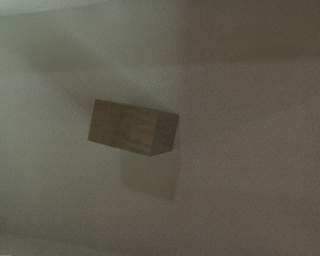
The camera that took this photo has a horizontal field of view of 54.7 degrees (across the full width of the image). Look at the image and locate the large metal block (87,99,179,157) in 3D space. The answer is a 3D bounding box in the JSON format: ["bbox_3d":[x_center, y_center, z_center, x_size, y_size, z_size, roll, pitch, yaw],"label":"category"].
[{"bbox_3d":[-0.030,-0.001,0.388,0.080,0.080,0.050,13,95,19],"label":"large metal block"}]
